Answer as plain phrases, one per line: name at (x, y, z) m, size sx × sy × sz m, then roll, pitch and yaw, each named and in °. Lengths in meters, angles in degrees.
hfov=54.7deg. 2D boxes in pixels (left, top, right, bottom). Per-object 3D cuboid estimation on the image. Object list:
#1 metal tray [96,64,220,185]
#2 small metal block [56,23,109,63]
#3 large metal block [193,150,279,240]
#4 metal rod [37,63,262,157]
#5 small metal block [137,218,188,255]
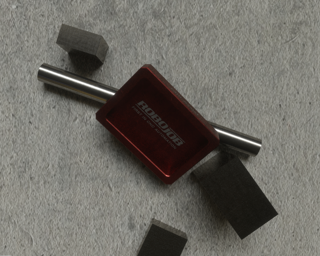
metal tray at (-0.002, -0.003, 0.385) m, size 0.130 × 0.030 × 0.090 m, roll 44°, pitch 107°, yaw -9°
small metal block at (-0.097, -0.106, 0.396) m, size 0.050 × 0.050 × 0.025 m, roll 17°, pitch 90°, yaw -1°
large metal block at (0.088, 0.077, 0.384) m, size 0.050 × 0.080 × 0.080 m, roll -35°, pitch 90°, yaw 0°
metal rod at (-0.013, -0.024, 0.409) m, size 0.302 × 0.025 × 0.025 m, roll 19°, pitch 90°, yaw -1°
small metal block at (0.002, 0.156, 0.410) m, size 0.050 × 0.025 × 0.050 m, roll 25°, pitch 90°, yaw -1°
